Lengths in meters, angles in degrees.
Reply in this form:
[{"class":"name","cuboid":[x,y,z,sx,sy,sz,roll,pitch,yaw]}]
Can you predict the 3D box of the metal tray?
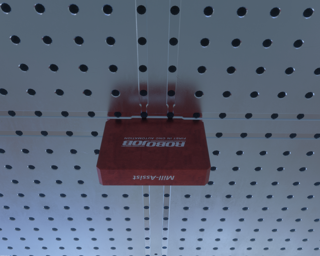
[{"class":"metal tray","cuboid":[-0.007,0.028,0.392,0.131,0.090,0.030,0,130,0]}]
